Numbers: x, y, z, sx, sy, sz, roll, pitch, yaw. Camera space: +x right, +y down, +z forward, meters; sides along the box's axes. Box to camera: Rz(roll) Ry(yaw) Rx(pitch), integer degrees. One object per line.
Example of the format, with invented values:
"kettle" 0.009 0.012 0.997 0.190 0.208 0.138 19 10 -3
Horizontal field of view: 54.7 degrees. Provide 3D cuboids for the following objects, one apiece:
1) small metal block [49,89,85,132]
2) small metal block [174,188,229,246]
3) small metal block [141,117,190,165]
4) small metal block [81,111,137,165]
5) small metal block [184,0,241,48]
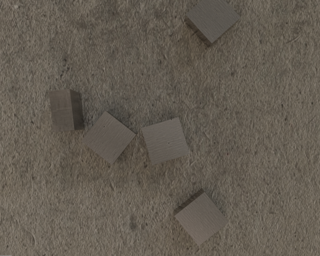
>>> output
"small metal block" -0.118 -0.021 0.396 0.025 0.050 0.050 -7 90 0
"small metal block" 0.054 0.117 0.410 0.050 0.025 0.050 -39 90 0
"small metal block" 0.007 0.017 0.410 0.050 0.025 0.050 -17 90 0
"small metal block" -0.066 0.013 0.409 0.050 0.025 0.050 38 90 0
"small metal block" 0.068 -0.144 0.410 0.050 0.025 0.050 -42 90 0
